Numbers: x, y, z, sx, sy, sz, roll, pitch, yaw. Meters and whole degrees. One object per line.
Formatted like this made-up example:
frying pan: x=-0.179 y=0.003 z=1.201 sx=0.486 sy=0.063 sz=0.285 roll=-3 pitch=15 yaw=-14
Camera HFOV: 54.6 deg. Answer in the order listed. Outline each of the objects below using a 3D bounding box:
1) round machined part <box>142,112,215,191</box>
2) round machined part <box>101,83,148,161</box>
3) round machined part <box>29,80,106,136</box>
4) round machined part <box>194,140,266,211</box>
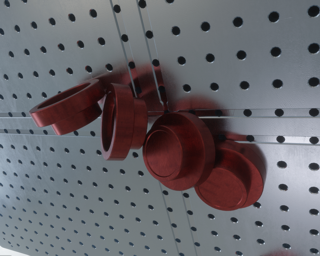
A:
round machined part: x=0.016 y=0.029 z=0.383 sx=0.098 sy=0.042 sz=0.097 roll=5 pitch=96 yaw=45
round machined part: x=-0.046 y=-0.007 z=0.398 sx=0.042 sy=0.098 sz=0.097 roll=4 pitch=131 yaw=-21
round machined part: x=-0.117 y=-0.025 z=0.411 sx=0.098 sy=0.098 sz=0.042 roll=-11 pitch=113 yaw=33
round machined part: x=0.082 y=0.067 z=0.399 sx=0.098 sy=0.042 sz=0.097 roll=13 pitch=124 yaw=21
